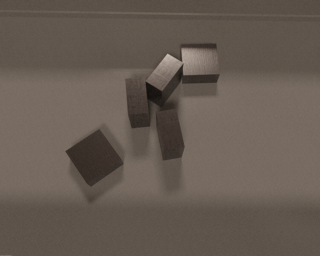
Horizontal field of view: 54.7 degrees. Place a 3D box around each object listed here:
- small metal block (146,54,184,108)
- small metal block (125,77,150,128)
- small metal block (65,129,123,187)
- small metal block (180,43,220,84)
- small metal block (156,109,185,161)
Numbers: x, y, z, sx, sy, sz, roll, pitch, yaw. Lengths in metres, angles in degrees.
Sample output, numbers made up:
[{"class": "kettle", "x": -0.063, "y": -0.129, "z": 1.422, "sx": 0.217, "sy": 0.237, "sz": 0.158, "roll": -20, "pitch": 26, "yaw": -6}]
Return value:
[{"class": "small metal block", "x": 0.006, "y": -0.063, "z": 0.419, "sx": 0.025, "sy": 0.050, "sz": 0.050, "roll": 33, "pitch": 72, "yaw": 11}, {"class": "small metal block", "x": -0.029, "y": -0.032, "z": 0.408, "sx": 0.025, "sy": 0.050, "sz": 0.050, "roll": -6, "pitch": 70, "yaw": -2}, {"class": "small metal block", "x": -0.083, "y": 0.038, "z": 0.395, "sx": 0.050, "sy": 0.025, "sz": 0.050, "roll": -35, "pitch": 74, "yaw": -12}, {"class": "small metal block", "x": 0.056, "y": -0.092, "z": 0.444, "sx": 0.050, "sy": 0.025, "sz": 0.050, "roll": -2, "pitch": 70, "yaw": -1}, {"class": "small metal block", "x": 0.012, "y": 0.010, "z": 0.393, "sx": 0.025, "sy": 0.050, "sz": 0.050, "roll": -10, "pitch": 71, "yaw": -4}]
